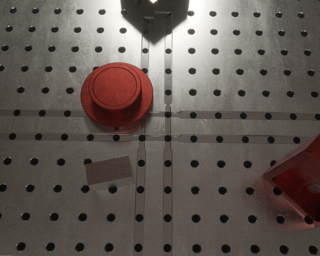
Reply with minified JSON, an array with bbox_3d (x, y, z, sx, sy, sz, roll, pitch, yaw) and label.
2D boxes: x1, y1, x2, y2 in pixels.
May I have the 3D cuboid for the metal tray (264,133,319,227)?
[{"bbox_3d":[0.176,0.062,0.336,0.030,0.130,0.090,-42,76,-14],"label":"metal tray"}]

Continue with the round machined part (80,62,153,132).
[{"bbox_3d":[-0.058,-0.047,0.419,0.099,0.042,0.098,0,70,-1],"label":"round machined part"}]

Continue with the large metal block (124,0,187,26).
[{"bbox_3d":[-0.008,-0.220,0.479,0.080,0.050,0.080,-42,76,-14],"label":"large metal block"}]

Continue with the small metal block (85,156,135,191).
[{"bbox_3d":[-0.059,0.057,0.377,0.050,0.050,0.025,-11,71,-4],"label":"small metal block"}]
